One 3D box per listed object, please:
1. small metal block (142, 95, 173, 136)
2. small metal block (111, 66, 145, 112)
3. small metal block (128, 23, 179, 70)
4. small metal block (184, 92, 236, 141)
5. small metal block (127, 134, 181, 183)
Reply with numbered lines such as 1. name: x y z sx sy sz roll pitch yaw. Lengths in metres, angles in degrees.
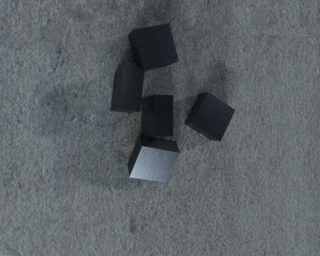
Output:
1. small metal block: -0.004 -0.015 0.395 0.025 0.050 0.050 0 90 -20
2. small metal block: -0.041 -0.045 0.381 0.025 0.050 0.050 6 88 -20
3. small metal block: -0.009 -0.105 0.407 0.050 0.025 0.050 -17 96 -20
4. small metal block: 0.070 -0.016 0.436 0.050 0.025 0.050 30 80 -18
5. small metal block: -0.009 0.039 0.394 0.050 0.025 0.050 12 120 -20
